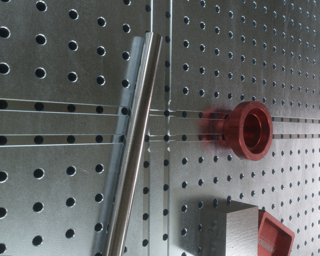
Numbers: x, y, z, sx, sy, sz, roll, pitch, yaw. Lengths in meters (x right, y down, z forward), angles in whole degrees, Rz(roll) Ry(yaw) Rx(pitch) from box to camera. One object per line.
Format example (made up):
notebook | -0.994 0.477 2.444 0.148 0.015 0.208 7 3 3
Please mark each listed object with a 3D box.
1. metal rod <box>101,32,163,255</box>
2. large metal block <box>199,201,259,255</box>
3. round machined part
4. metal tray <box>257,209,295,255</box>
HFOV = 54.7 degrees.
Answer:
metal rod | -0.034 0.027 0.380 0.025 0.025 0.299 17 80 -39
large metal block | 0.109 0.162 0.484 0.081 0.050 0.080 3 88 -40
round machined part | 0.144 0.004 0.519 0.099 0.042 0.097 0 90 -40
metal tray | 0.198 0.214 0.572 0.130 0.030 0.090 38 67 -34
